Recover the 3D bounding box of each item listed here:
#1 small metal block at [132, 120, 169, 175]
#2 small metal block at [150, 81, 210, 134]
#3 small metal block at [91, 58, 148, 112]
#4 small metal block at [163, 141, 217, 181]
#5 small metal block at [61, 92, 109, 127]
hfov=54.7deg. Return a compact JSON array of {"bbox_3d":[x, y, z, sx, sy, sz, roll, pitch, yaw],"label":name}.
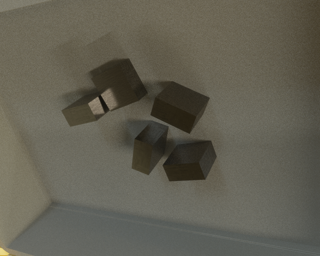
[{"bbox_3d":[-0.013,0.026,0.414,0.025,0.050,0.050,20,126,16],"label":"small metal block"},{"bbox_3d":[0.024,-0.025,0.363,0.050,0.050,0.025,26,127,11],"label":"small metal block"},{"bbox_3d":[-0.052,-0.055,0.401,0.050,0.025,0.050,-17,110,34],"label":"small metal block"},{"bbox_3d":[0.039,0.042,0.397,0.050,0.050,0.025,-9,114,31],"label":"small metal block"},{"bbox_3d":[-0.096,-0.028,0.424,0.050,0.050,0.025,-10,113,32],"label":"small metal block"}]
